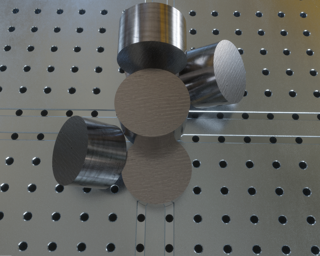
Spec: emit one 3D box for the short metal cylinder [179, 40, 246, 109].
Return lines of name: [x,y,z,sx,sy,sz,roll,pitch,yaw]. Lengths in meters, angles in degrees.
short metal cylinder: [0.069,-0.067,0.400,0.050,0.080,0.080,-7,64,41]

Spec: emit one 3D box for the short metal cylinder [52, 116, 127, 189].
short metal cylinder: [-0.084,0.030,0.365,0.050,0.080,0.080,16,63,-42]

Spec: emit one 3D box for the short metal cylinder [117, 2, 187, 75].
short metal cylinder: [-0.009,-0.099,0.364,0.081,0.080,0.050,0,70,0]

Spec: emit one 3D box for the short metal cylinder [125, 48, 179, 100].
short metal cylinder: [-0.007,-0.074,0.425,0.081,0.050,0.080,0,71,0]

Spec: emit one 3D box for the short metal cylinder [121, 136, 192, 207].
short metal cylinder: [-0.004,0.054,0.378,0.081,0.050,0.080,0,71,0]

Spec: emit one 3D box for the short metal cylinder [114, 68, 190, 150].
short metal cylinder: [-0.008,-0.020,0.352,0.081,0.050,0.080,0,70,0]
